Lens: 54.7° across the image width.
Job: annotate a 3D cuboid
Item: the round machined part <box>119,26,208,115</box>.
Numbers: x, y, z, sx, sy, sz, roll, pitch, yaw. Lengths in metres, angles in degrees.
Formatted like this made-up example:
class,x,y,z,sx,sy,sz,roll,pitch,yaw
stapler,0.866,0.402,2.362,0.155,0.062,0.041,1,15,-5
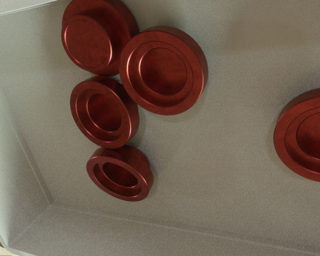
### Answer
class,x,y,z,sx,sy,sz,roll,pitch,yaw
round machined part,0.007,-0.067,0.351,0.098,0.042,0.097,12,125,18

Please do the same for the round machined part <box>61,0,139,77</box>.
class,x,y,z,sx,sy,sz,roll,pitch,yaw
round machined part,-0.077,-0.106,0.370,0.098,0.042,0.097,14,127,19

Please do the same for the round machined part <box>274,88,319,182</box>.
class,x,y,z,sx,sy,sz,roll,pitch,yaw
round machined part,0.169,0.004,0.311,0.098,0.042,0.097,13,124,21

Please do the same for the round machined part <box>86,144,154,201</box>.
class,x,y,z,sx,sy,sz,roll,pitch,yaw
round machined part,-0.054,0.061,0.456,0.098,0.042,0.097,14,136,15

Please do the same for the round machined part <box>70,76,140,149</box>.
class,x,y,z,sx,sy,sz,roll,pitch,yaw
round machined part,-0.069,-0.024,0.416,0.098,0.042,0.097,16,124,24
